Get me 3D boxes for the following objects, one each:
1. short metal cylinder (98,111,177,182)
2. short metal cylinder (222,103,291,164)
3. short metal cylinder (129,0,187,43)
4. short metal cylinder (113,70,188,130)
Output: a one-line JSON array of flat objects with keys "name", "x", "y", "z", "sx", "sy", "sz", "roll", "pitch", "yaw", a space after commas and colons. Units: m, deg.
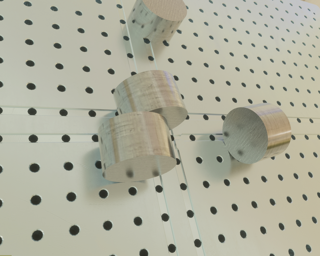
[{"name": "short metal cylinder", "x": -0.026, "y": 0.023, "z": 0.344, "sx": 0.081, "sy": 0.080, "sz": 0.050, "roll": 2, "pitch": 61, "yaw": -27}, {"name": "short metal cylinder", "x": 0.136, "y": 0.007, "z": 0.442, "sx": 0.050, "sy": 0.080, "sz": 0.080, "roll": -11, "pitch": 68, "yaw": -33}, {"name": "short metal cylinder", "x": -0.004, "y": -0.186, "z": 0.503, "sx": 0.081, "sy": 0.050, "sz": 0.080, "roll": 14, "pitch": 56, "yaw": -21}, {"name": "short metal cylinder", "x": -0.012, "y": -0.027, "z": 0.383, "sx": 0.081, "sy": 0.080, "sz": 0.050, "roll": -6, "pitch": 65, "yaw": -31}]
